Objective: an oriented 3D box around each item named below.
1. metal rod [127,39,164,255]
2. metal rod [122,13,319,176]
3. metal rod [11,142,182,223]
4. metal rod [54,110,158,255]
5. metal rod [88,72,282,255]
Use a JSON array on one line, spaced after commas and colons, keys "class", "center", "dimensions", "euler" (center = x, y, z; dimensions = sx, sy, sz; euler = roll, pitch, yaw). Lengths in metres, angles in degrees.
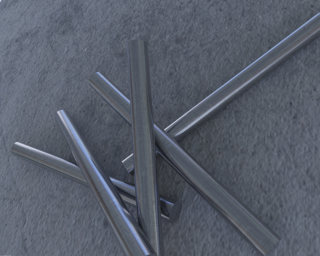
[{"class": "metal rod", "center": [-0.016, 0.042, 0.334], "dimensions": [0.025, 0.025, 0.299], "euler": [-11, 73, 22]}, {"class": "metal rod", "center": [0.079, -0.040, 0.385], "dimensions": [0.300, 0.025, 0.025], "euler": [-37, 51, 2]}, {"class": "metal rod", "center": [-0.106, 0.063, 0.418], "dimensions": [0.300, 0.025, 0.025], "euler": [13, 69, 33]}, {"class": "metal rod", "center": [-0.084, 0.051, 0.383], "dimensions": [0.025, 0.025, 0.300], "euler": [-44, 41, -2]}, {"class": "metal rod", "center": [0.007, 0.021, 0.357], "dimensions": [0.025, 0.025, 0.300], "euler": [-45, 60, -3]}]
